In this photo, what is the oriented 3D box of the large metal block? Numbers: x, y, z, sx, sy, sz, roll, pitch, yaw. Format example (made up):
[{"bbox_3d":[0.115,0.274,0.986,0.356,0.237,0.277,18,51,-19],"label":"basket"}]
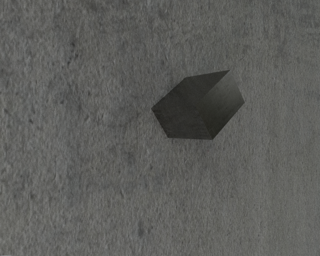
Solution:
[{"bbox_3d":[0.050,-0.030,0.410,0.080,0.080,0.050,-44,117,-31],"label":"large metal block"}]
